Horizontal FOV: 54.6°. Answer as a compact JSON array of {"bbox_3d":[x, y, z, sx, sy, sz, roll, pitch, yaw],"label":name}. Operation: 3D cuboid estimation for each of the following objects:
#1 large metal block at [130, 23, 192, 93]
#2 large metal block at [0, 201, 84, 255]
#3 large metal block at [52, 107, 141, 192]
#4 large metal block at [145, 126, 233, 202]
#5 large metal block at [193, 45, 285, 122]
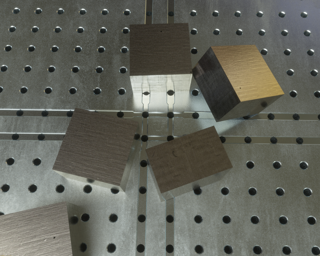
[{"bbox_3d":[0.000,-0.097,0.434,0.080,0.050,0.080,-2,70,-1],"label":"large metal block"},{"bbox_3d":[-0.134,0.134,0.349,0.080,0.050,0.080,-12,71,-4],"label":"large metal block"},{"bbox_3d":[-0.075,0.028,0.388,0.080,0.050,0.080,13,71,5],"label":"large metal block"},{"bbox_3d":[0.030,0.045,0.366,0.080,0.080,0.050,-19,71,-7],"label":"large metal block"},{"bbox_3d":[0.100,-0.060,0.405,0.081,0.050,0.080,-11,68,-32],"label":"large metal block"}]
